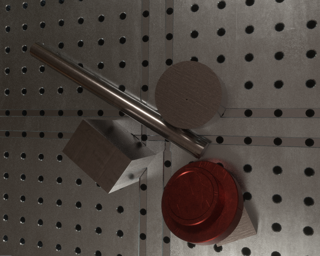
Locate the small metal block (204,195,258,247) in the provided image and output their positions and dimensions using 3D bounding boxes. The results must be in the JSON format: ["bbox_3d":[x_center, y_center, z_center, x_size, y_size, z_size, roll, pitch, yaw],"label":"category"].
[{"bbox_3d":[0.086,0.111,0.382,0.050,0.025,0.050,-25,82,18],"label":"small metal block"}]

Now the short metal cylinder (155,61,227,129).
[{"bbox_3d":[0.040,-0.039,0.385,0.080,0.050,0.079,0,90,19],"label":"short metal cylinder"}]

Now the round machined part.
[{"bbox_3d":[0.044,0.084,0.366,0.098,0.042,0.098,-15,57,25],"label":"round machined part"}]

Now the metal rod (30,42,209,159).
[{"bbox_3d":[-0.068,-0.046,0.435,0.300,0.025,0.025,31,100,16],"label":"metal rod"}]

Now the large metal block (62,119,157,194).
[{"bbox_3d":[-0.063,0.033,0.404,0.080,0.080,0.050,38,102,15],"label":"large metal block"}]
